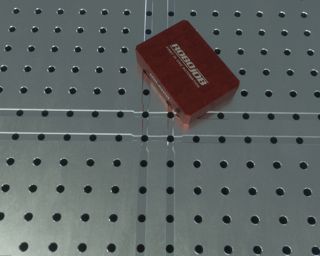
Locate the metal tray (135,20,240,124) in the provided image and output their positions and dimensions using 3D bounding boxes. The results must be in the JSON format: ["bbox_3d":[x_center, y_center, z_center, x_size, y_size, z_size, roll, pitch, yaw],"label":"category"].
[{"bbox_3d":[0.037,-0.082,0.439,0.090,0.030,0.130,-32,73,-11],"label":"metal tray"}]
